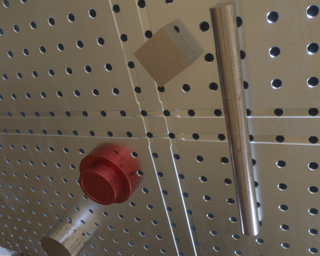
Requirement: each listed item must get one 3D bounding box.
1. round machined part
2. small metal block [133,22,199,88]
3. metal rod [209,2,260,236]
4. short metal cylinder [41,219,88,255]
[{"bbox_3d":[-0.090,0.085,0.501,0.098,0.042,0.097,13,124,21],"label":"round machined part"},{"bbox_3d":[0.007,-0.083,0.356,0.050,0.025,0.050,-33,100,38],"label":"small metal block"},{"bbox_3d":[0.093,0.010,0.368,0.025,0.025,0.298,0,119,28],"label":"metal rod"},{"bbox_3d":[-0.200,0.240,0.649,0.080,0.050,0.079,13,124,21],"label":"short metal cylinder"}]
